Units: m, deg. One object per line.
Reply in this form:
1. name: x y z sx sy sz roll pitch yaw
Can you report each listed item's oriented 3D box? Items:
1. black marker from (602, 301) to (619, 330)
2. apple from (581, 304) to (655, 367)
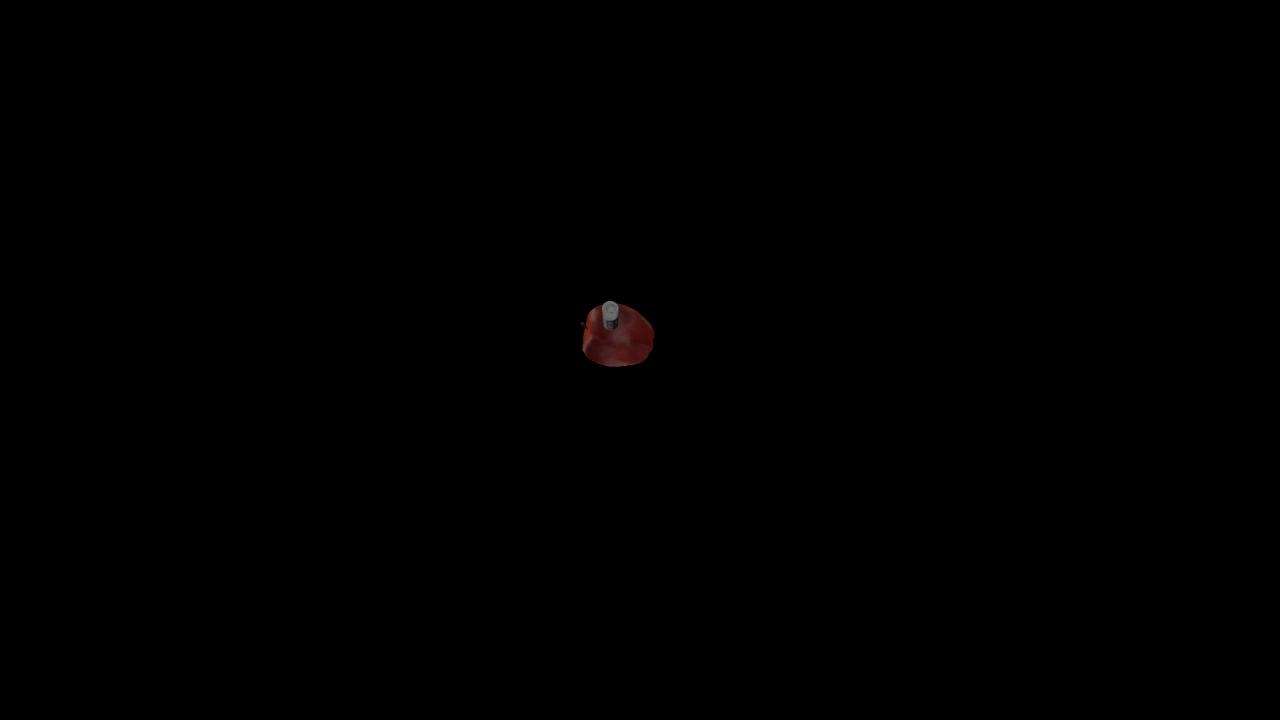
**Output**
1. black marker: -0.035 -0.034 0.752 0.020 0.020 0.121 0 -25 -2
2. apple: -0.029 -0.031 0.767 0.093 0.079 0.079 14 -3 -12
